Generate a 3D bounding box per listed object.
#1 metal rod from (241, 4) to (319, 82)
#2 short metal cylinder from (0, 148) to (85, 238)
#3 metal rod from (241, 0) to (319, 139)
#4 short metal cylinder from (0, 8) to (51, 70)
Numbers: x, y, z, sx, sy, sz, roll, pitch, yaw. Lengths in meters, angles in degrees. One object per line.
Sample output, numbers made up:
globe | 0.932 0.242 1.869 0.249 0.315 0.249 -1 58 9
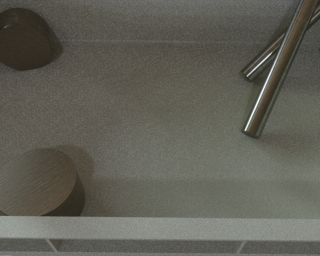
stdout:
metal rod | 0.238 -0.181 0.447 0.299 0.025 0.025 -44 56 12
short metal cylinder | -0.125 0.068 0.330 0.081 0.050 0.080 0 50 0
metal rod | 0.183 -0.124 0.424 0.025 0.025 0.299 23 81 18
short metal cylinder | -0.214 -0.137 0.482 0.081 0.080 0.050 -12 51 -11
